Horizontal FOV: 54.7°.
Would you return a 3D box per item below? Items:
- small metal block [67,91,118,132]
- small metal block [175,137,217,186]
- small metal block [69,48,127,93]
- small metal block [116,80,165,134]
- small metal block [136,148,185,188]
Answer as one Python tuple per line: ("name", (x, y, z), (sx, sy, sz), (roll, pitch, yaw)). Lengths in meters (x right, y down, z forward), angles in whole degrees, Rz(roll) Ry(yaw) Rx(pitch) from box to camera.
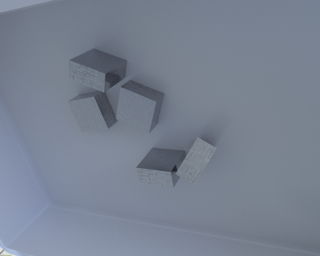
("small metal block", (-0.096, -0.024, 0.443), (0.050, 0.025, 0.050), (-6, 115, 30))
("small metal block", (0.044, 0.040, 0.380), (0.025, 0.050, 0.050), (31, 89, 8))
("small metal block", (-0.077, -0.073, 0.386), (0.050, 0.050, 0.025), (22, 127, 14))
("small metal block", (-0.027, -0.028, 0.404), (0.050, 0.025, 0.050), (24, 127, 13))
("small metal block", (0.003, 0.053, 0.422), (0.050, 0.050, 0.025), (3, 120, 26))
